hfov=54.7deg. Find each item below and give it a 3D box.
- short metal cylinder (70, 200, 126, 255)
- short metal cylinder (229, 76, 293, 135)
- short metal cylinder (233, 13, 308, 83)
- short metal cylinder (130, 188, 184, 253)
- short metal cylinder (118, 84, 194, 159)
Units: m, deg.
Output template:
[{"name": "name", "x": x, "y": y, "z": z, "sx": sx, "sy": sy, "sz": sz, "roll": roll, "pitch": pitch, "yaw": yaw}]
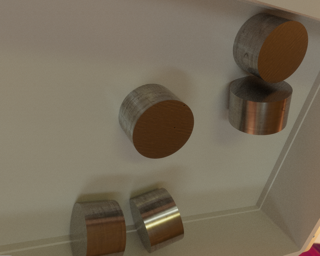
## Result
[{"name": "short metal cylinder", "x": -0.084, "y": 0.139, "z": 0.414, "sx": 0.050, "sy": 0.080, "sz": 0.079, "roll": 2, "pitch": 118, "yaw": -30}, {"name": "short metal cylinder", "x": 0.137, "y": -0.033, "z": 0.430, "sx": 0.081, "sy": 0.080, "sz": 0.050, "roll": -18, "pitch": 126, "yaw": -19}, {"name": "short metal cylinder", "x": 0.145, "y": -0.106, "z": 0.409, "sx": 0.081, "sy": 0.050, "sz": 0.079, "roll": -14, "pitch": 125, "yaw": -21}, {"name": "short metal cylinder", "x": -0.006, "y": 0.134, "z": 0.455, "sx": 0.050, "sy": 0.080, "sz": 0.079, "roll": -17, "pitch": 126, "yaw": -19}, {"name": "short metal cylinder", "x": -0.005, "y": -0.009, "z": 0.386, "sx": 0.081, "sy": 0.050, "sz": 0.079, "roll": -14, "pitch": 125, "yaw": -21}]
